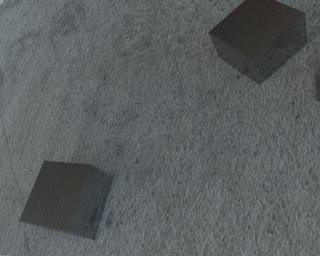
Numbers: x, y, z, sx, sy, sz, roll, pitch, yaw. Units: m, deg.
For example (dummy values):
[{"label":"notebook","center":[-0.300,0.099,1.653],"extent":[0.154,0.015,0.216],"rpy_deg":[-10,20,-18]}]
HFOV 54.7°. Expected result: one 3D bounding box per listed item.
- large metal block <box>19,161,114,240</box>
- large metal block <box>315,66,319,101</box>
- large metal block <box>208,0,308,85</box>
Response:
[{"label":"large metal block","center":[-0.117,0.090,0.394],"extent":[0.080,0.050,0.080],"rpy_deg":[0,62,28]},{"label":"large metal block","center":[0.216,-0.060,0.311],"extent":[0.080,0.050,0.080],"rpy_deg":[27,76,37]},{"label":"large metal block","center":[0.124,-0.115,0.393],"extent":[0.080,0.050,0.080],"rpy_deg":[-41,51,0]}]
